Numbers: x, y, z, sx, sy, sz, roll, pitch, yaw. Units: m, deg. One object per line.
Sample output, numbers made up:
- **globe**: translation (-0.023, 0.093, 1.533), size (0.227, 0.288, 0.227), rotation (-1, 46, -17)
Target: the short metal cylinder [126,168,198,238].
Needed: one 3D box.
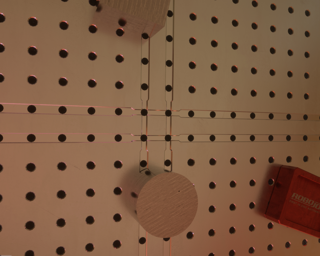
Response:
- **short metal cylinder**: translation (0.002, 0.094, 0.400), size (0.081, 0.050, 0.079), rotation (0, 90, -20)

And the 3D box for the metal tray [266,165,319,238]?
- **metal tray**: translation (0.242, 0.123, 0.499), size (0.131, 0.030, 0.090), rotation (23, 82, -19)

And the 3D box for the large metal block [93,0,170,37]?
- **large metal block**: translation (-0.031, -0.171, 0.387), size (0.081, 0.050, 0.080), rotation (14, 86, -20)
